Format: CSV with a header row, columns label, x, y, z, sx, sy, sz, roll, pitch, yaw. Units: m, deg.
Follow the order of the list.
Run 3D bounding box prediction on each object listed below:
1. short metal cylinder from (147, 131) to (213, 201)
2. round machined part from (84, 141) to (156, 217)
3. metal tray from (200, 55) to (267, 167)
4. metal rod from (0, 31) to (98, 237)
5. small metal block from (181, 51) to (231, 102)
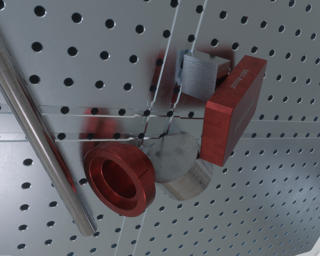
label,x,y,z,sx,sy,sz,roll,pitch,yaw
short metal cylinder,0.025,0.051,0.422,0.080,0.080,0.050,-40,130,-1
round machined part,-0.045,0.058,0.385,0.042,0.098,0.097,-38,138,-44
metal tray,0.095,-0.024,0.393,0.131,0.030,0.089,-48,149,-41
metal rod,-0.129,0.028,0.357,0.025,0.025,0.298,-24,127,-14
small metal block,0.055,-0.063,0.383,0.025,0.050,0.050,-26,131,-39
